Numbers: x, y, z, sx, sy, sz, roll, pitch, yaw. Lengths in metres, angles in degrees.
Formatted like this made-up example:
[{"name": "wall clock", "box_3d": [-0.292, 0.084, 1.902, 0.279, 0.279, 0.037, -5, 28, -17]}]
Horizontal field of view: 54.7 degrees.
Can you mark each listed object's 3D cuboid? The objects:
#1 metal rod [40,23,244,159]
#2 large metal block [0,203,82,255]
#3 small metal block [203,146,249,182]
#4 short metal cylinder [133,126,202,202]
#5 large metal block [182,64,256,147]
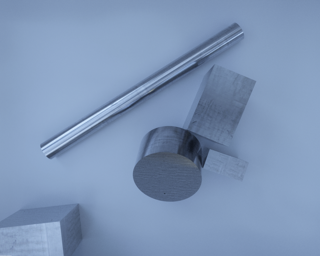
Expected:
[{"name": "metal rod", "box_3d": [-0.023, -0.049, 0.411, 0.301, 0.025, 0.025, -32, 90, -1]}, {"name": "large metal block", "box_3d": [-0.148, 0.132, 0.382, 0.081, 0.080, 0.050, -6, 90, 0]}, {"name": "small metal block", "box_3d": [0.080, 0.045, 0.400, 0.050, 0.050, 0.025, 19, 90, -1]}, {"name": "short metal cylinder", "box_3d": [0.011, 0.044, 0.381, 0.080, 0.050, 0.079, 3, 126, 5]}, {"name": "large metal block", "box_3d": [0.069, -0.025, 0.385, 0.050, 0.080, 0.080, 23, 90, 0]}]
